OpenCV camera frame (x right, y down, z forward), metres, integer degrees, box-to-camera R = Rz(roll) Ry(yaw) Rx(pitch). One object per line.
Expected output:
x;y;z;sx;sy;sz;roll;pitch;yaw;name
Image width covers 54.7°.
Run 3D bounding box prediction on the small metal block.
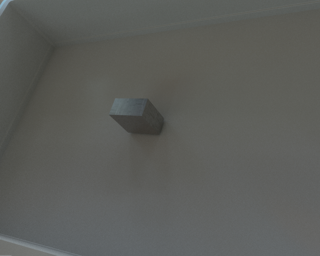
-0.030;-0.015;0.409;0.050;0.050;0.025;3;63;29;small metal block
